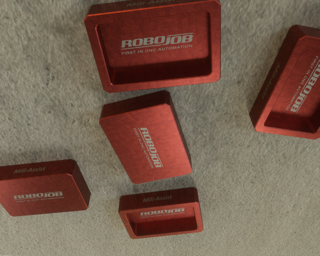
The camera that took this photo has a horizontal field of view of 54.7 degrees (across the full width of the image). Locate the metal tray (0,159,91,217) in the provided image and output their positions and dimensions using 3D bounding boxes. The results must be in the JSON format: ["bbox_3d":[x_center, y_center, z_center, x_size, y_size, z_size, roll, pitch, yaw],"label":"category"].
[{"bbox_3d":[-0.185,0.095,0.482,0.131,0.030,0.089,-6,130,5],"label":"metal tray"}]

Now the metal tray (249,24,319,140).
[{"bbox_3d":[0.173,-0.048,0.365,0.091,0.030,0.129,8,130,-7],"label":"metal tray"}]

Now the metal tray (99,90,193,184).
[{"bbox_3d":[-0.014,0.018,0.419,0.090,0.030,0.129,-13,129,10],"label":"metal tray"}]

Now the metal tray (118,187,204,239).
[{"bbox_3d":[0.004,0.148,0.529,0.131,0.030,0.090,-8,130,6],"label":"metal tray"}]

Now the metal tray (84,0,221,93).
[{"bbox_3d":[-0.003,-0.088,0.328,0.131,0.030,0.089,-6,130,4],"label":"metal tray"}]
